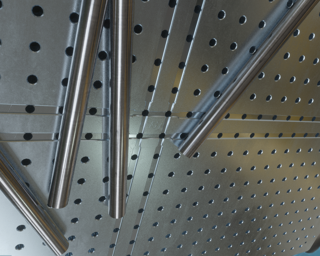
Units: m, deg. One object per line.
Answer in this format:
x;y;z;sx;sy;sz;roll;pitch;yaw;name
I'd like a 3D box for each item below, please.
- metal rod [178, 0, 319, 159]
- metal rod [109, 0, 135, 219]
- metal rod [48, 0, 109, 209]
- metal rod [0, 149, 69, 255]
0.127;-0.079;0.433;0.025;0.025;0.299;31;101;-38;metal rod
-0.050;-0.005;0.381;0.025;0.025;0.298;-9;123;-24;metal rod
-0.091;-0.035;0.340;0.025;0.025;0.298;3;117;-30;metal rod
-0.175;0.055;0.350;0.025;0.025;0.298;-26;128;-13;metal rod
